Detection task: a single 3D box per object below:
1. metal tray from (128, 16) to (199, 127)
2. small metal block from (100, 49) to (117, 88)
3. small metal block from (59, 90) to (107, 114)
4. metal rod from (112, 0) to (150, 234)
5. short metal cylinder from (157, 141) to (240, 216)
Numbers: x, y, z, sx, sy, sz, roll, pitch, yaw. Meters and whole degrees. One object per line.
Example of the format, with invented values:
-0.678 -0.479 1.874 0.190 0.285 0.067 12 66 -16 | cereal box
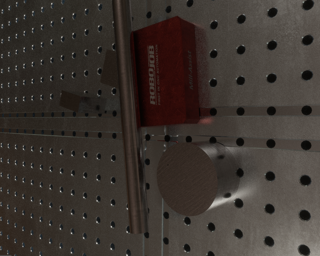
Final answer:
0.002 -0.067 0.403 0.090 0.030 0.129 -5 87 39 | metal tray
-0.058 -0.085 0.454 0.050 0.025 0.050 22 104 38 | small metal block
-0.122 -0.041 0.491 0.050 0.050 0.025 19 102 38 | small metal block
-0.038 -0.019 0.399 0.025 0.025 0.298 -8 85 39 | metal rod
0.043 0.055 0.356 0.080 0.050 0.079 0 90 39 | short metal cylinder
